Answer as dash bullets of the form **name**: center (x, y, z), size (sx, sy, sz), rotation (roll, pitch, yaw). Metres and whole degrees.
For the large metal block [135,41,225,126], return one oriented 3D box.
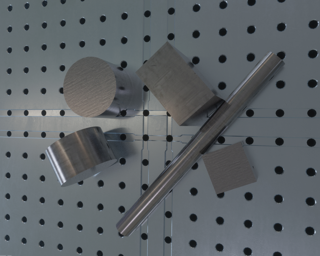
- **large metal block**: center (0.028, -0.049, 0.373), size (0.050, 0.080, 0.080), rotation (-42, 77, 15)

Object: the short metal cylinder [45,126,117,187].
- **short metal cylinder**: center (-0.106, 0.039, 0.421), size (0.080, 0.080, 0.050), rotation (-31, 80, 17)

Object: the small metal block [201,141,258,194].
- **small metal block**: center (0.086, 0.048, 0.382), size (0.050, 0.025, 0.050), rotation (-23, 83, 18)

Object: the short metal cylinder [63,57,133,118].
- **short metal cylinder**: center (-0.085, -0.054, 0.429), size (0.080, 0.050, 0.079), rotation (0, 90, 20)

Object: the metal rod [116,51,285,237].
- **metal rod**: center (0.043, 0.029, 0.397), size (0.025, 0.025, 0.299), rotation (43, 103, 14)
